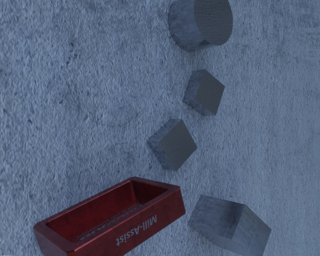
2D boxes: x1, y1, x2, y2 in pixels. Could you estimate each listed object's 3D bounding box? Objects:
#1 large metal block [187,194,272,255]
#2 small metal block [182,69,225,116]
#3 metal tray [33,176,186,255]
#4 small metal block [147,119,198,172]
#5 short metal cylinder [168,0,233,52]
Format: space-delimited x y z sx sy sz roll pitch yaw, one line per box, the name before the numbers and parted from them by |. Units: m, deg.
large metal block | 0.102 0.146 0.455 0.080 0.080 0.050 44 64 -31
small metal block | 0.065 -0.051 0.459 0.050 0.025 0.050 31 71 -36
metal tray | -0.049 0.094 0.320 0.131 0.090 0.030 -22 104 -38
small metal block | 0.017 0.022 0.419 0.050 0.025 0.050 -44 117 -31
short metal cylinder | 0.058 -0.152 0.436 0.081 0.050 0.079 0 90 -40
